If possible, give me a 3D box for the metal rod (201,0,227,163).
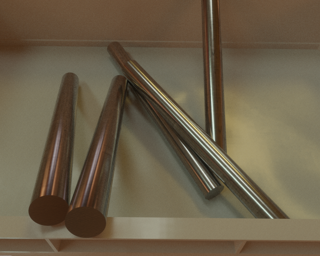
[{"bbox_3d":[0.069,-0.103,0.409,0.025,0.025,0.299,0,76,0],"label":"metal rod"}]

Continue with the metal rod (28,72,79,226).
[{"bbox_3d":[-0.103,-0.009,0.333,0.025,0.025,0.300,-10,27,-9],"label":"metal rod"}]

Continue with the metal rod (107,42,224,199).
[{"bbox_3d":[-0.008,-0.030,0.430,0.025,0.025,0.300,-21,53,-17],"label":"metal rod"}]

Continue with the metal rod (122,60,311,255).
[{"bbox_3d":[0.045,0.014,0.362,0.025,0.025,0.300,-29,59,-22],"label":"metal rod"}]

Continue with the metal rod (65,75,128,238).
[{"bbox_3d":[-0.053,-0.004,0.327,0.025,0.025,0.300,-2,25,-2],"label":"metal rod"}]
